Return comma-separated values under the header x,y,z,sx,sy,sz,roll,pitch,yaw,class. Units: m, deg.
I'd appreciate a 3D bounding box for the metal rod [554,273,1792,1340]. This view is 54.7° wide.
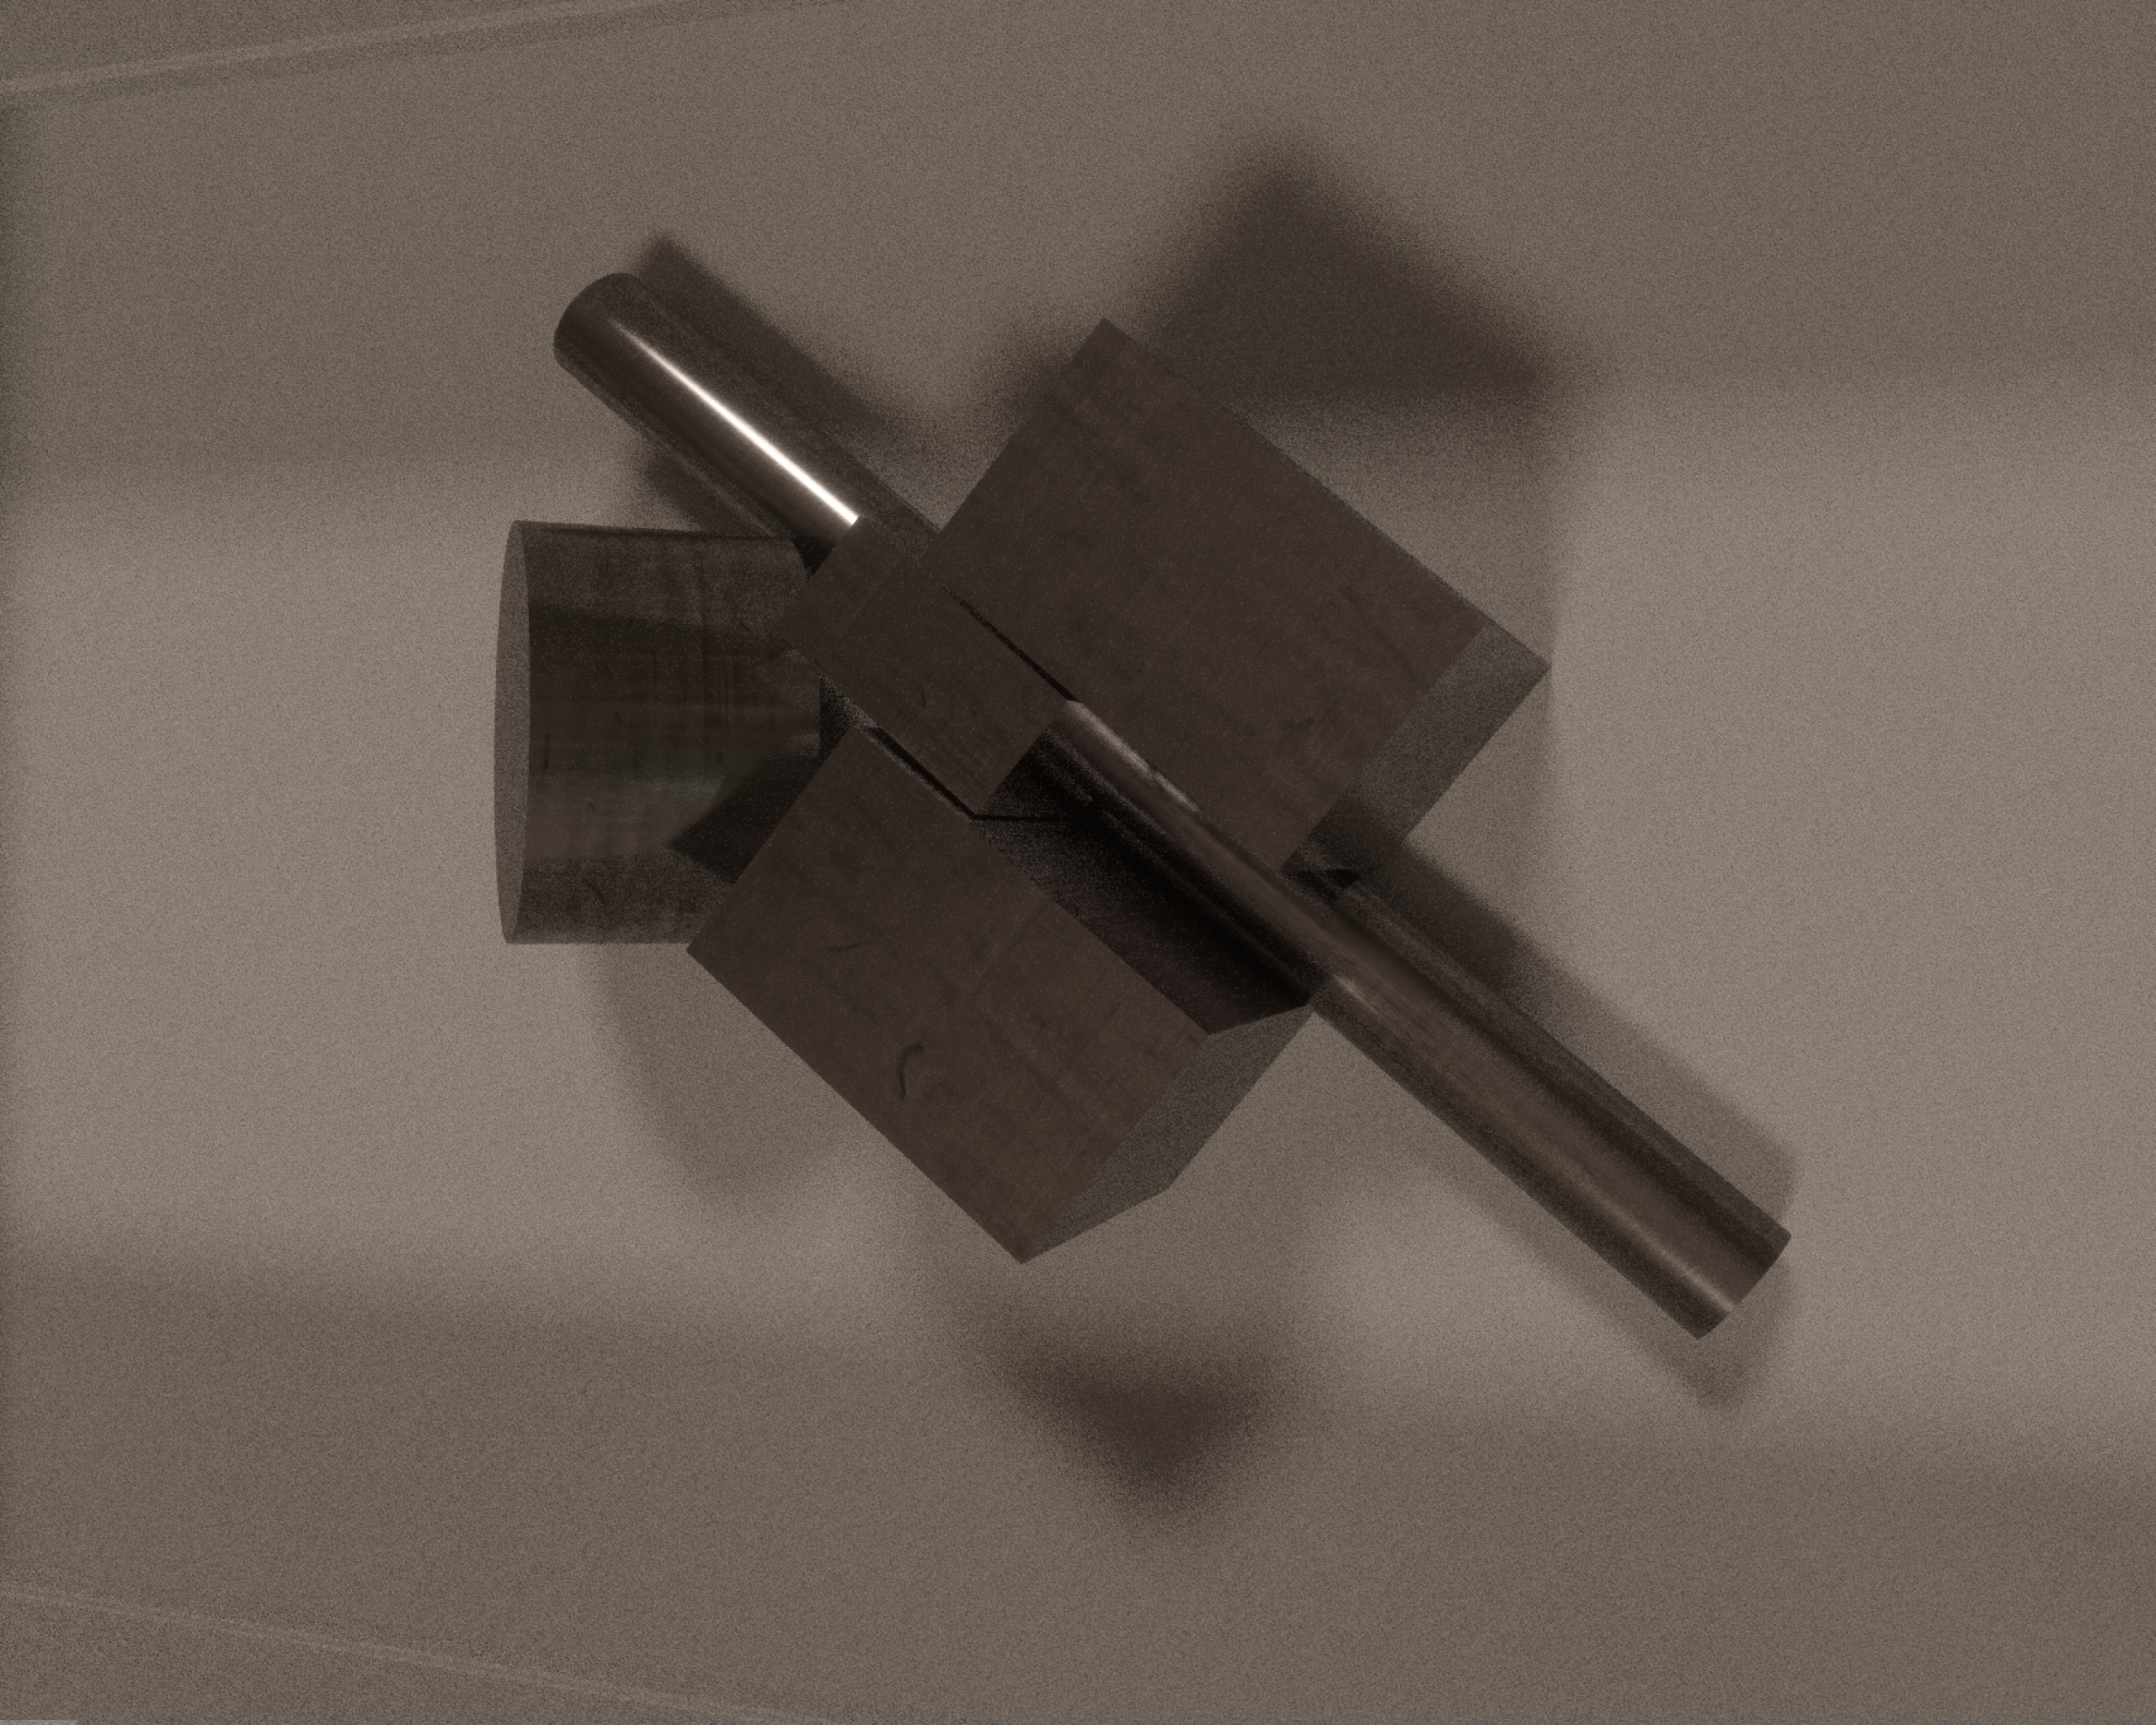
x,y,z,sx,sy,sz,roll,pitch,yaw,class
0.008,-0.020,0.406,0.300,0.025,0.025,41,103,15,metal rod

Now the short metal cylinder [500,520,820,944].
x,y,z,sx,sy,sz,roll,pitch,yaw,class
-0.083,-0.024,0.402,0.050,0.080,0.079,1,90,-20,short metal cylinder

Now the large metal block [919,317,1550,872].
x,y,z,sx,sy,sz,roll,pitch,yaw,class
0.031,-0.043,0.369,0.080,0.080,0.050,42,103,15,large metal block

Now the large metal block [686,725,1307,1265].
x,y,z,sx,sy,sz,roll,pitch,yaw,class
-0.010,0.021,0.383,0.080,0.080,0.050,41,103,15,large metal block

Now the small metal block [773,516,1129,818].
x,y,z,sx,sy,sz,roll,pitch,yaw,class
-0.019,-0.034,0.377,0.050,0.050,0.025,42,103,14,small metal block
